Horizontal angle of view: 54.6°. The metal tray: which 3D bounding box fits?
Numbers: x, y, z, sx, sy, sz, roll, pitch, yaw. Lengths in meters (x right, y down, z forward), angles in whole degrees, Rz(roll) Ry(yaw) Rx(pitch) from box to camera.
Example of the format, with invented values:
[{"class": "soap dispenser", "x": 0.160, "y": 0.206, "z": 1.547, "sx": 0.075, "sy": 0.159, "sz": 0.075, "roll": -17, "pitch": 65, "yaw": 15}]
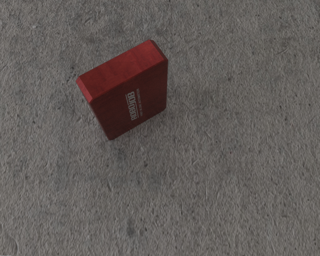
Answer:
[{"class": "metal tray", "x": -0.037, "y": -0.037, "z": 0.366, "sx": 0.090, "sy": 0.130, "sz": 0.030, "roll": -31, "pitch": 73, "yaw": -10}]
